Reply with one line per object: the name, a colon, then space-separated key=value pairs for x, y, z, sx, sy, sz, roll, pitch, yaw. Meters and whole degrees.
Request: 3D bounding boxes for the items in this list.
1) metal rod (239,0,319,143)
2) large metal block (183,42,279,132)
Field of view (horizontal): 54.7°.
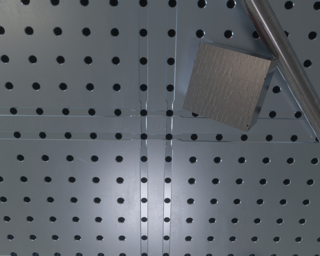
metal rod: x=0.142 y=-0.089 z=0.362 sx=0.025 sy=0.025 sz=0.300 roll=-35 pitch=114 yaw=12
large metal block: x=0.082 y=-0.051 z=0.364 sx=0.080 sy=0.050 sz=0.079 roll=22 pitch=112 yaw=22
